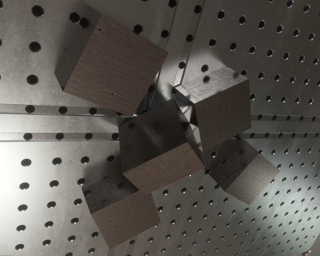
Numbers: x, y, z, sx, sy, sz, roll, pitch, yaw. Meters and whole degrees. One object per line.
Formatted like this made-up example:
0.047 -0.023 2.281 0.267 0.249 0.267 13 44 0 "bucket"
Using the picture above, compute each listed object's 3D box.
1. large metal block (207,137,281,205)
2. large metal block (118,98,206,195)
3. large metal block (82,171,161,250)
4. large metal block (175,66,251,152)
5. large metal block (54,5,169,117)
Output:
0.142 0.073 0.521 0.080 0.050 0.080 34 99 -39 "large metal block"
-0.001 0.022 0.376 0.080 0.080 0.050 -27 131 12 "large metal block"
-0.053 0.110 0.436 0.081 0.050 0.080 -24 128 -14 "large metal block"
0.074 -0.027 0.421 0.081 0.050 0.080 -25 128 -14 "large metal block"
-0.052 -0.068 0.326 0.080 0.050 0.080 21 107 -36 "large metal block"
